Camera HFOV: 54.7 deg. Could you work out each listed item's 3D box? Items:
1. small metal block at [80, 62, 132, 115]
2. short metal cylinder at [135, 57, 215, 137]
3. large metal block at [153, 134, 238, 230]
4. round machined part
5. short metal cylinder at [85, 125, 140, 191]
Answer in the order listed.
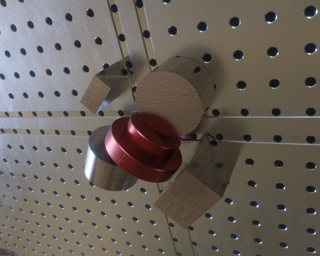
[{"bbox_3d":[-0.069,-0.051,0.398,0.025,0.050,0.050,41,129,0],"label":"small metal block"},{"bbox_3d":[0.018,-0.037,0.361,0.080,0.050,0.079,13,124,20],"label":"short metal cylinder"},{"bbox_3d":[0.046,0.067,0.392,0.050,0.080,0.080,37,129,3],"label":"large metal block"},{"bbox_3d":[-0.014,0.017,0.381,0.098,0.098,0.042,35,117,4],"label":"round machined part"},{"bbox_3d":[-0.061,0.040,0.431,0.080,0.080,0.050,27,128,10],"label":"short metal cylinder"}]
